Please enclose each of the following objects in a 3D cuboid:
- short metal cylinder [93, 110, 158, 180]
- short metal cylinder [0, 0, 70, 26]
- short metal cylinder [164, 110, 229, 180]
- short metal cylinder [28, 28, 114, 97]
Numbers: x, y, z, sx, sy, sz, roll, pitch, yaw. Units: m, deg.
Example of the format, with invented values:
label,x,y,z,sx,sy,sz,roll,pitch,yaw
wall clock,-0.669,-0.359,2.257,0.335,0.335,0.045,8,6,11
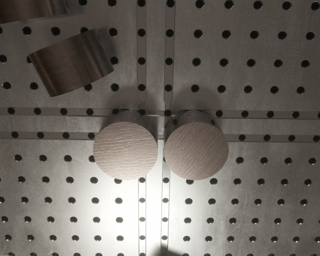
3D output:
label,x,y,z,sx,sy,sz,roll,pitch,yaw
short metal cylinder,-0.043,0.021,0.407,0.081,0.050,0.079,0,110,-1
short metal cylinder,-0.143,-0.141,0.330,0.080,0.080,0.050,-9,110,3
short metal cylinder,0.045,0.021,0.409,0.081,0.050,0.079,0,110,-1
short metal cylinder,-0.100,-0.075,0.355,0.080,0.080,0.050,-20,109,7
